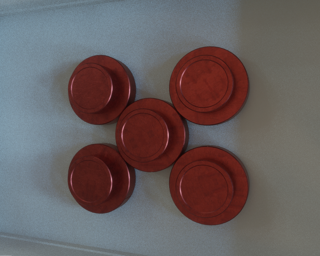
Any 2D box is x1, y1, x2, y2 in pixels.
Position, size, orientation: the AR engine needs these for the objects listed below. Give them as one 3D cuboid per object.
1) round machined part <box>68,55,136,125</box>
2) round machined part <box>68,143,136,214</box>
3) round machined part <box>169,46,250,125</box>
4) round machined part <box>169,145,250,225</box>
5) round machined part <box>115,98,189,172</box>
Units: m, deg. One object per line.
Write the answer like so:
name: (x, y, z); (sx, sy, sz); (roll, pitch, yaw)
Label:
round machined part: (-0.087, -0.053, 0.429); (0.098, 0.042, 0.097); (0, 90, 19)
round machined part: (-0.087, 0.071, 0.429); (0.098, 0.042, 0.097); (0, 90, 19)
round machined part: (0.058, -0.052, 0.379); (0.098, 0.042, 0.097); (0, 90, 19)
round machined part: (0.058, 0.071, 0.379); (0.098, 0.042, 0.097); (0, 90, 19)
round machined part: (-0.015, 0.009, 0.404); (0.098, 0.042, 0.097); (0, 90, 19)
